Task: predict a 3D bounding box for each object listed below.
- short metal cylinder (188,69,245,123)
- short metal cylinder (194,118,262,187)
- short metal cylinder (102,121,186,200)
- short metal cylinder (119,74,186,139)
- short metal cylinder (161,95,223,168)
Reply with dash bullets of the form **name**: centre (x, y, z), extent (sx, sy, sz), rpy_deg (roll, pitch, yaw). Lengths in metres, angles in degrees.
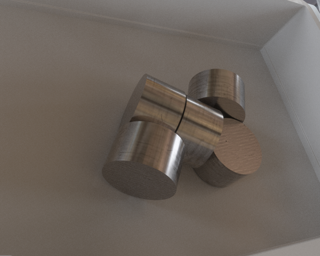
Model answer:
- **short metal cylinder**: centre (0.078, -0.037, 0.434), extent (0.080, 0.080, 0.050), rpy_deg (21, 54, -16)
- **short metal cylinder**: centre (0.088, 0.033, 0.416), extent (0.081, 0.050, 0.080), rpy_deg (14, 56, -21)
- **short metal cylinder**: centre (-0.016, 0.037, 0.338), extent (0.080, 0.080, 0.050), rpy_deg (26, 53, -13)
- **short metal cylinder**: centre (-0.011, -0.019, 0.375), extent (0.050, 0.080, 0.080), rpy_deg (23, 53, -15)
- **short metal cylinder**: centre (0.035, 0.004, 0.387), extent (0.050, 0.080, 0.080), rpy_deg (24, 53, -14)
